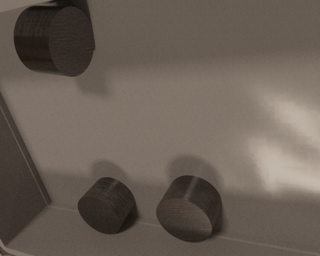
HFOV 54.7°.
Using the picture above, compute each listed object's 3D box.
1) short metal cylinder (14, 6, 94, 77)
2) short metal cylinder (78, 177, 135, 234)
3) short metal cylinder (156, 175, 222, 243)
[{"bbox_3d":[-0.124,-0.104,0.372,0.050,0.080,0.079,10,123,22],"label":"short metal cylinder"},{"bbox_3d":[-0.089,0.130,0.517,0.080,0.050,0.079,13,124,20],"label":"short metal cylinder"},{"bbox_3d":[0.042,0.115,0.440,0.080,0.050,0.079,13,124,20],"label":"short metal cylinder"}]
